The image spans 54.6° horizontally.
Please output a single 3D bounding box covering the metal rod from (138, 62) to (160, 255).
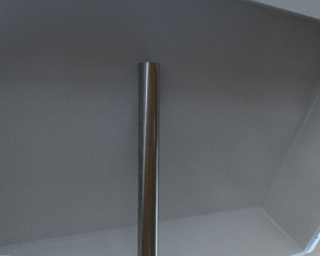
[{"bbox_3d":[-0.014,0.074,0.370,0.025,0.025,0.298,-2,95,-28],"label":"metal rod"}]
